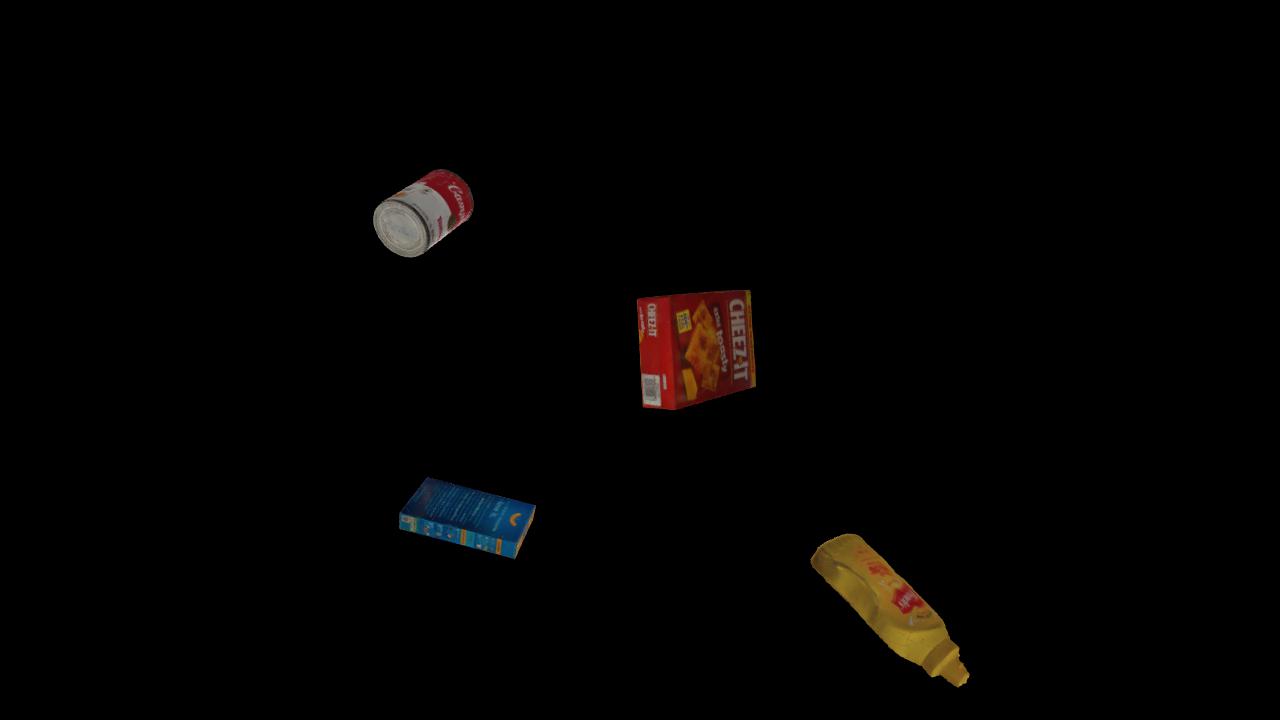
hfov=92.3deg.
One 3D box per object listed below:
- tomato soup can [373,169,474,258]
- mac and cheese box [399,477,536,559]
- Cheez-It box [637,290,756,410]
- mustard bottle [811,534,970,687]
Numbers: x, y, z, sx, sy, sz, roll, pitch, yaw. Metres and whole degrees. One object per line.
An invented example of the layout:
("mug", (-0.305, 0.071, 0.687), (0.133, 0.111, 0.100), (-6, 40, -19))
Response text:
("tomato soup can", (-0.242, -0.167, 0.694), (0.068, 0.068, 0.101), (0, 34, 20))
("mac and cheese box", (-0.266, 0.244, 0.959), (0.184, 0.041, 0.093), (14, 26, 3))
("Cheez-It box", (0.094, -0.022, 0.958), (0.071, 0.166, 0.223), (2, 8, 41))
("mustard bottle", (0.281, 0.276, 0.681), (0.092, 0.054, 0.184), (13, 24, -41))
